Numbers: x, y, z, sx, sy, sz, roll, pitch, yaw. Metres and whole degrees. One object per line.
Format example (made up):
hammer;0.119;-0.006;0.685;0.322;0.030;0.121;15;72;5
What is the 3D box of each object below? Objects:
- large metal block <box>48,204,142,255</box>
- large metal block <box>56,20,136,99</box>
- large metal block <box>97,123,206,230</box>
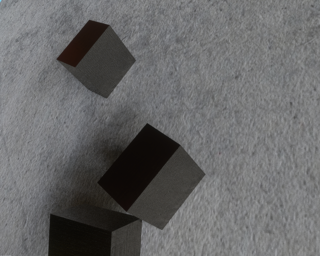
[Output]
large metal block;-0.068;0.131;0.322;0.080;0.050;0.079;4;92;30
large metal block;-0.096;-0.106;0.482;0.050;0.080;0.080;27;76;37
large metal block;-0.006;0.055;0.337;0.050;0.080;0.080;33;80;38
